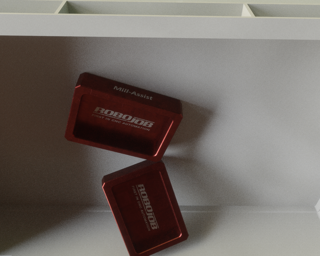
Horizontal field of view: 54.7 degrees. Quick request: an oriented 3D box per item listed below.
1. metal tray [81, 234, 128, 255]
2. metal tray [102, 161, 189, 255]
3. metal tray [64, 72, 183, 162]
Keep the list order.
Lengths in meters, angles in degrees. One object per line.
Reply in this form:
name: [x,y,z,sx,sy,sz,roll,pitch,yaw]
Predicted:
metal tray: [-0.097,0.273,0.640,0.090,0.030,0.130,35,122,-26]
metal tray: [-0.021,0.117,0.452,0.091,0.030,0.129,-20,103,-8]
metal tray: [-0.047,-0.010,0.396,0.131,0.030,0.089,15,129,-13]
